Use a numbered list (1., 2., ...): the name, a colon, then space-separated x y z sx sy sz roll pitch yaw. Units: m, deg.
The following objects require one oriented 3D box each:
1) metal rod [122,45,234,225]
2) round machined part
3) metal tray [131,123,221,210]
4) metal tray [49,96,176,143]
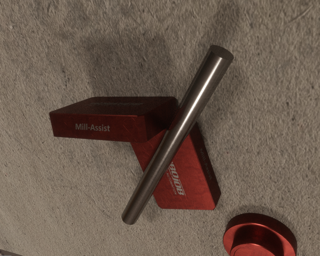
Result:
1. metal rod: 0.006 0.033 0.383 0.025 0.025 0.298 32 129 7
2. round machined part: 0.135 0.169 0.429 0.098 0.042 0.097 13 124 20
3. metal tray: 0.021 0.052 0.423 0.090 0.030 0.129 -8 115 31
4. metal tray: -0.055 -0.014 0.380 0.130 0.090 0.030 3 109 26
